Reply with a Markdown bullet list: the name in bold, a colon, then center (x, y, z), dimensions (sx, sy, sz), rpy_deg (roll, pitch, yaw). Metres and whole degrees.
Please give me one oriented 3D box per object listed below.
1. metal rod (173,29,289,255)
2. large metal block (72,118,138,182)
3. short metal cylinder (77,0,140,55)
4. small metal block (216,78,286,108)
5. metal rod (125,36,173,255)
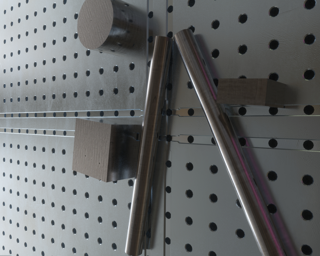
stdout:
- **metal rod**: center (0.077, 0.020, 0.345), dimensions (0.025, 0.025, 0.299), rpy_deg (-31, 71, 36)
- **large metal block**: center (-0.083, 0.029, 0.462), dimensions (0.080, 0.050, 0.079), rpy_deg (10, 96, 39)
- **short metal cylinder**: center (-0.077, -0.151, 0.457), dimensions (0.080, 0.050, 0.079), rpy_deg (0, 90, 40)
- **small metal block**: center (0.093, -0.035, 0.316), dimensions (0.050, 0.050, 0.025), rpy_deg (7, 95, 40)
- **metal rod**: center (-0.016, 0.029, 0.422), dimensions (0.025, 0.025, 0.298), rpy_deg (14, 99, 39)
